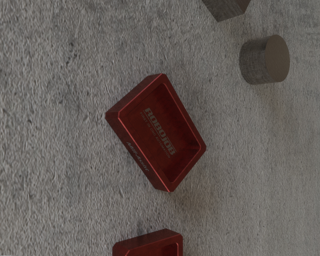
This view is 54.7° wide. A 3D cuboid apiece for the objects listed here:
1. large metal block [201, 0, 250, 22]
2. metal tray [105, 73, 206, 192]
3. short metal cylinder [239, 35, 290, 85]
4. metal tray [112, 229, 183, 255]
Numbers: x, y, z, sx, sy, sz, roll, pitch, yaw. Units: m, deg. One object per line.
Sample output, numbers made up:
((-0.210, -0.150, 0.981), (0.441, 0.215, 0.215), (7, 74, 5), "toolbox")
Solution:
((0.101, -0.225, 0.472), (0.080, 0.050, 0.080), (41, 65, -32), "large metal block")
((0.000, 0.007, 0.401), (0.090, 0.030, 0.130), (-47, 118, -30), "metal tray")
((0.184, -0.118, 0.542), (0.081, 0.050, 0.079), (0, 90, -40), "short metal cylinder")
((-0.013, 0.203, 0.390), (0.091, 0.030, 0.129), (0, 90, -40), "metal tray")
